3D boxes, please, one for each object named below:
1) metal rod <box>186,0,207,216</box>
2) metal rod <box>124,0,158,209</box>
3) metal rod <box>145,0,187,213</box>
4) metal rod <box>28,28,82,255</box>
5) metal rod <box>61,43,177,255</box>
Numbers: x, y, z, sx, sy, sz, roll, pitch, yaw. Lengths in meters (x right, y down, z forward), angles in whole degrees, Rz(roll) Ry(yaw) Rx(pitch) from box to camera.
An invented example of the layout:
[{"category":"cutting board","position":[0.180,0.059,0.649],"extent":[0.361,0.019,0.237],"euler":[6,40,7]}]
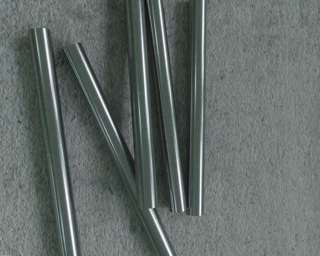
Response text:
[{"category":"metal rod","position":[0.050,-0.031,0.428],"extent":[0.025,0.025,0.298],"euler":[1,90,-20]},{"category":"metal rod","position":[-0.025,-0.053,0.386],"extent":[0.025,0.025,0.298],"euler":[-3,86,-20]},{"category":"metal rod","position":[0.007,-0.038,0.412],"extent":[0.025,0.025,0.298],"euler":[-8,93,-20]},{"category":"metal rod","position":[-0.121,0.036,0.364],"extent":[0.025,0.025,0.298],"euler":[-8,93,-20]},{"category":"metal rod","position":[-0.048,0.039,0.392],"extent":[0.025,0.025,0.299],"euler":[-26,99,-18]}]
